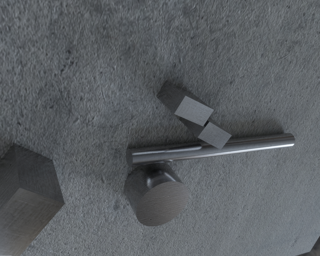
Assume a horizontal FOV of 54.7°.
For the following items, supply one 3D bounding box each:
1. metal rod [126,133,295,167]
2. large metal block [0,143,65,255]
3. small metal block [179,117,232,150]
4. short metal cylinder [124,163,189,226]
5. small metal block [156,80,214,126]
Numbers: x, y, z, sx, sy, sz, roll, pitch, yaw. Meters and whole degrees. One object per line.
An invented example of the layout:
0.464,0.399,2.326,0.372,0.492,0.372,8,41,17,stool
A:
0.094,0.030,0.478,0.303,0.025,0.025,-4,120,-27,metal rod
-0.156,0.077,0.334,0.080,0.080,0.050,-49,129,6,large metal block
0.062,-0.001,0.426,0.050,0.050,0.025,27,104,-38,small metal block
-0.006,0.094,0.447,0.081,0.050,0.079,-14,125,-21,short metal cylinder
0.031,-0.031,0.390,0.050,0.050,0.025,21,107,-36,small metal block
